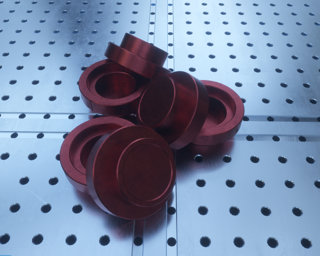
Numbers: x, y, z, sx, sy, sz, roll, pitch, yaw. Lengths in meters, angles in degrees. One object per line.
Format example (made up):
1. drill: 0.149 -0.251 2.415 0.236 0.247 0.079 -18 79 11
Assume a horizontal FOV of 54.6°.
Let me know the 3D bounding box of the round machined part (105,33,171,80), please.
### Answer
1. round machined part: -0.027 -0.103 0.448 0.098 0.042 0.098 25 11 -5

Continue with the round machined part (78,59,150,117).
1. round machined part: -0.062 -0.053 0.440 0.099 0.042 0.098 0 50 0

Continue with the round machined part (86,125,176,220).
1. round machined part: -0.022 0.045 0.322 0.099 0.042 0.098 5 82 -33

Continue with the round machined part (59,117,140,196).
1. round machined part: -0.063 0.036 0.365 0.099 0.042 0.098 0 50 0

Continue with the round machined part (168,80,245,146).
1. round machined part: 0.058 -0.016 0.410 0.099 0.042 0.098 0 50 0

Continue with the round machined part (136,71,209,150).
1. round machined part: 0.008 -0.025 0.378 0.042 0.098 0.098 22 37 -39
